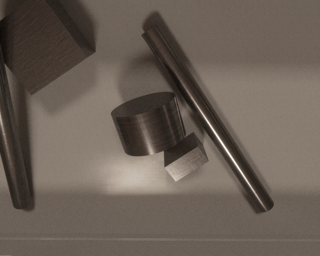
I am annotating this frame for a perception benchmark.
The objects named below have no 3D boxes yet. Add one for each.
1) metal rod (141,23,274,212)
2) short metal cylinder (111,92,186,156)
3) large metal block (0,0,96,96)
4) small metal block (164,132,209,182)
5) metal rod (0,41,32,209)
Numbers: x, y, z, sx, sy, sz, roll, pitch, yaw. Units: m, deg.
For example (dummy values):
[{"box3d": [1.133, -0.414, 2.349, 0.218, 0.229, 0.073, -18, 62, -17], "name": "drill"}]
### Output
[{"box3d": [0.072, -0.002, 0.411, 0.025, 0.025, 0.299, -33, 107, 11], "name": "metal rod"}, {"box3d": [-0.013, -0.007, 0.379, 0.080, 0.080, 0.050, -15, 110, 5], "name": "short metal cylinder"}, {"box3d": [-0.136, -0.097, 0.360, 0.080, 0.050, 0.080, -32, 108, 10], "name": "large metal block"}, {"box3d": [0.033, 0.037, 0.412, 0.050, 0.050, 0.025, -34, 107, 11], "name": "small metal block"}, {"box3d": [-0.186, -0.015, 0.367, 0.025, 0.025, 0.298, 5, 124, -2], "name": "metal rod"}]
